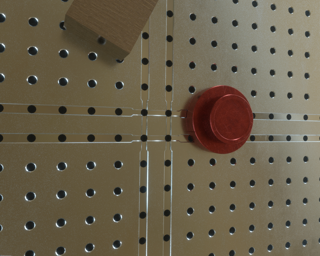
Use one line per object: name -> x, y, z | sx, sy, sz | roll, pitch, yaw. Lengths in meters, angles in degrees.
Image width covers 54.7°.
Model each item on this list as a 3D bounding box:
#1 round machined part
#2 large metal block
round machined part -> 0.091, -0.012, 0.437 | 0.099, 0.042, 0.097 | 0, 90, -20
large metal block -> -0.060, -0.140, 0.377 | 0.080, 0.050, 0.080 | 29, 81, -18
